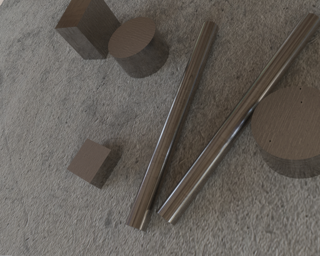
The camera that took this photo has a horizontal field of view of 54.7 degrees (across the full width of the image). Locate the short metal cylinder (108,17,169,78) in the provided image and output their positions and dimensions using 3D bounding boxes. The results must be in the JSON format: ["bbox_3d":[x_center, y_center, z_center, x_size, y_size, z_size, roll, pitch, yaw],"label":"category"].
[{"bbox_3d":[-0.033,-0.124,0.481,0.080,0.050,0.080,-13,56,21],"label":"short metal cylinder"}]

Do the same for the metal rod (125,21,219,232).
[{"bbox_3d":[0.023,-0.018,0.402,0.025,0.025,0.300,8,65,31],"label":"metal rod"}]

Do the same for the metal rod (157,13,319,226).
[{"bbox_3d":[0.098,-0.017,0.363,0.025,0.025,0.300,31,79,38],"label":"metal rod"}]

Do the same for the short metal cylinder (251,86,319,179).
[{"bbox_3d":[0.138,0.005,0.313,0.080,0.050,0.080,-13,56,21],"label":"short metal cylinder"}]

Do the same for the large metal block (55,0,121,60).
[{"bbox_3d":[-0.122,-0.177,0.541,0.050,0.080,0.080,6,65,31],"label":"large metal block"}]

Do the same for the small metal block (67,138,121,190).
[{"bbox_3d":[-0.090,0.048,0.422,0.050,0.025,0.050,21,73,35],"label":"small metal block"}]
